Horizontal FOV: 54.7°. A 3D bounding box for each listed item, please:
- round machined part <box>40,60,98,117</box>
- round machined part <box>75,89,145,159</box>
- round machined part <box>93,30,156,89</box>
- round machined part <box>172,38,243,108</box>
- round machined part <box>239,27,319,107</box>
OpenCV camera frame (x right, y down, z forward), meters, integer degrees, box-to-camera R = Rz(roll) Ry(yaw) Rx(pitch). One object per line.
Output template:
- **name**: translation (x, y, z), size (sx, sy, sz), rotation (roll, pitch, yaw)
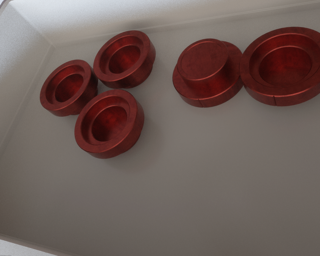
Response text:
- **round machined part**: translation (-0.142, -0.060, 0.504), size (0.098, 0.042, 0.098), rotation (-13, 56, 20)
- **round machined part**: translation (-0.065, -0.002, 0.428), size (0.098, 0.042, 0.098), rotation (-13, 56, 20)
- **round machined part**: translation (-0.050, -0.101, 0.481), size (0.098, 0.042, 0.098), rotation (-13, 56, 20)
- **round machined part**: translation (0.061, -0.079, 0.410), size (0.098, 0.042, 0.098), rotation (-13, 56, 20)
- **round machined part**: translation (0.145, -0.066, 0.359), size (0.098, 0.042, 0.098), rotation (-13, 56, 20)
